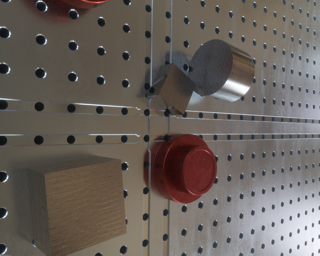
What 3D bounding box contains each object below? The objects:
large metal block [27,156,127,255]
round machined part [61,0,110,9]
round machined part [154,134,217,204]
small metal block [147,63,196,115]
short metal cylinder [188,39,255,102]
[{"bbox_3d":[-0.085,0.076,0.322,0.081,0.050,0.079,-7,95,-40],"label":"large metal block"},{"bbox_3d":[-0.088,-0.175,0.324,0.099,0.042,0.097,0,90,-40],"label":"round machined part"},{"bbox_3d":[0.042,0.057,0.433,0.099,0.042,0.097,0,90,-40],"label":"round machined part"},{"bbox_3d":[0.017,-0.052,0.423,0.050,0.025,0.050,36,68,-34],"label":"small metal block"},{"bbox_3d":[0.087,-0.081,0.446,0.050,0.080,0.080,10,84,-40],"label":"short metal cylinder"}]
